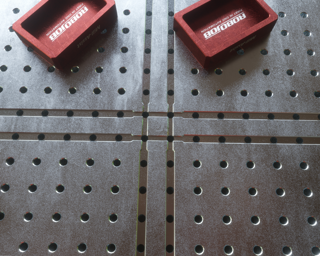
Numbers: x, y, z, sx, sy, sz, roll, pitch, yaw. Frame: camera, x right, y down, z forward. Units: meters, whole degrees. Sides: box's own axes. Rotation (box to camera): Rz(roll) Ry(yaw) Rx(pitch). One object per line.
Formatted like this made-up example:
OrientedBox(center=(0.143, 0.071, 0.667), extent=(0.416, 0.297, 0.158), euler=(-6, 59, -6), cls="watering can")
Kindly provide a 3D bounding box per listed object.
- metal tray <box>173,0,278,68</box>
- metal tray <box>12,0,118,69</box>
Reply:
OrientedBox(center=(0.097, -0.159, 0.467), extent=(0.131, 0.030, 0.090), euler=(-31, 73, -11), cls="metal tray")
OrientedBox(center=(-0.140, -0.162, 0.467), extent=(0.090, 0.030, 0.130), euler=(38, 74, 12), cls="metal tray")
